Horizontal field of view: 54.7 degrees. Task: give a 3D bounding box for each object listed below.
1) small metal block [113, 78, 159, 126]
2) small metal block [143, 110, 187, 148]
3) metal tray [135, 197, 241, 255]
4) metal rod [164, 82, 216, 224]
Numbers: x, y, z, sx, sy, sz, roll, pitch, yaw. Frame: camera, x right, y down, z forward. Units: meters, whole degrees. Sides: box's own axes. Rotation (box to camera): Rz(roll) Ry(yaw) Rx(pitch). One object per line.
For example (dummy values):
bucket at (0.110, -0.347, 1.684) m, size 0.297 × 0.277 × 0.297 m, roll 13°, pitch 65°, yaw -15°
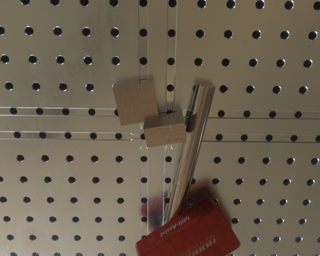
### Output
small metal block at (-0.030, -0.034, 0.400) m, size 0.050 × 0.025 × 0.050 m, roll -9°, pitch 110°, yaw 3°
small metal block at (0.007, 0.000, 0.400) m, size 0.050 × 0.050 × 0.025 m, roll -9°, pitch 110°, yaw 3°
metal tray at (0.042, 0.171, 0.453) m, size 0.130 × 0.030 × 0.090 m, roll -32°, pitch 117°, yaw -1°
metal rod at (0.031, 0.083, 0.443) m, size 0.025 × 0.025 × 0.298 m, roll 10°, pitch 110°, yaw -4°
